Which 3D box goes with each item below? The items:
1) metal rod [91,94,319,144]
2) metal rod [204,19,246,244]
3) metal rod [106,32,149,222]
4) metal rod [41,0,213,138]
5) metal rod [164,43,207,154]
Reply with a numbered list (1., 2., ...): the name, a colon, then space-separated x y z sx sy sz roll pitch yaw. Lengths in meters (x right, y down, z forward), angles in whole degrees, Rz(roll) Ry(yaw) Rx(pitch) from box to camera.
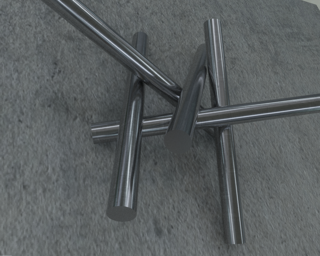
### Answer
1. metal rod: 0.070 -0.014 0.383 0.302 0.025 0.025 -8 64 -8
2. metal rod: 0.083 -0.006 0.409 0.025 0.025 0.299 5 74 -26
3. metal rod: -0.031 -0.032 0.365 0.025 0.025 0.300 20 41 -17
4. metal rod: -0.010 -0.063 0.374 0.301 0.025 0.025 36 48 -31
5. metal rod: 0.046 -0.060 0.401 0.025 0.025 0.301 34 31 -7
